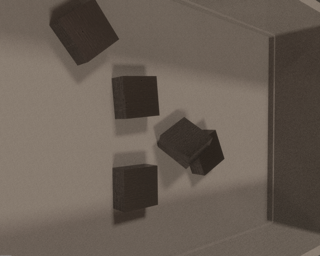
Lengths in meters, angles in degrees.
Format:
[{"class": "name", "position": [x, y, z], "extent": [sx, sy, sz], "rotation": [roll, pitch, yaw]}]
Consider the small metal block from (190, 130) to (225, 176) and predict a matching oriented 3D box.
[{"class": "small metal block", "position": [0.066, 0.036, 0.465], "extent": [0.050, 0.025, 0.050], "rotation": [-32, 110, -36]}]

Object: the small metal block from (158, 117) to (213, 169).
[{"class": "small metal block", "position": [0.034, 0.019, 0.418], "extent": [0.050, 0.050, 0.025], "rotation": [-37, 154, -34]}]

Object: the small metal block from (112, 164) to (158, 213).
[{"class": "small metal block", "position": [-0.030, 0.073, 0.383], "extent": [0.050, 0.025, 0.050], "rotation": [-2, 91, -40]}]

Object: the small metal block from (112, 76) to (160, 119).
[{"class": "small metal block", "position": [-0.030, -0.038, 0.383], "extent": [0.050, 0.025, 0.050], "rotation": [-8, 95, -40]}]

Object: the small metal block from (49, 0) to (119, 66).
[{"class": "small metal block", "position": [-0.082, -0.105, 0.339], "extent": [0.050, 0.025, 0.050], "rotation": [-47, 118, -30]}]
